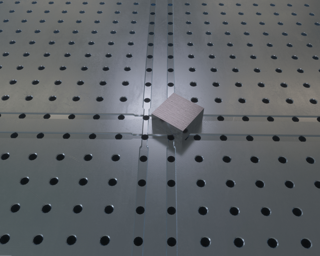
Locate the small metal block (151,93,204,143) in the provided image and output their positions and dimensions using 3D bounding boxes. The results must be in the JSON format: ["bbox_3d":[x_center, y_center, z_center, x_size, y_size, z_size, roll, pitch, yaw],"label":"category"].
[{"bbox_3d":[0.024,-0.015,0.421,0.050,0.025,0.050,30,56,23],"label":"small metal block"}]
